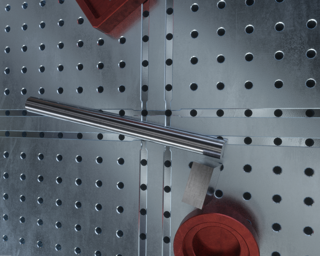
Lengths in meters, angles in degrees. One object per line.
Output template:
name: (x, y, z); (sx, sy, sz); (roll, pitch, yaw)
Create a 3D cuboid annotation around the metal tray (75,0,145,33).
metal tray: (-0.084, -0.213, 0.438); (0.090, 0.030, 0.130); (-36, 79, 16)

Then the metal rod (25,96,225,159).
metal rod: (-0.061, -0.005, 0.432); (0.301, 0.025, 0.025); (13, 94, 19)

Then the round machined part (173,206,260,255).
round machined part: (0.069, 0.139, 0.373); (0.098, 0.042, 0.097); (3, 101, 16)

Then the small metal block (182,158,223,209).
small metal block: (0.053, 0.066, 0.380); (0.025, 0.050, 0.050); (18, 96, 22)
